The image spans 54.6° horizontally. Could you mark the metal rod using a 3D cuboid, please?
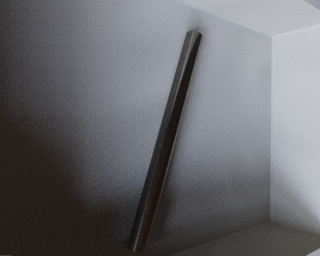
[{"bbox_3d":[0.011,0.008,0.411,0.025,0.025,0.299,25,74,-37],"label":"metal rod"}]
